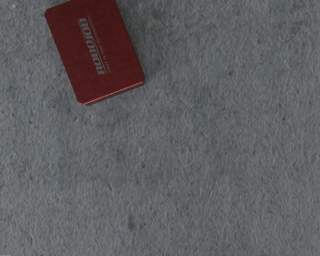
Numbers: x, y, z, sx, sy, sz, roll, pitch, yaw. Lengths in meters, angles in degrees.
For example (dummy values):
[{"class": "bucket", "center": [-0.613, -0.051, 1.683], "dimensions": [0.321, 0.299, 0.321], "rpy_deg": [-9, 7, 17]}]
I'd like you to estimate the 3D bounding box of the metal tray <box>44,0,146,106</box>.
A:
[{"class": "metal tray", "center": [-0.083, -0.104, 0.406], "dimensions": [0.090, 0.030, 0.129], "rpy_deg": [-21, 90, -1]}]
